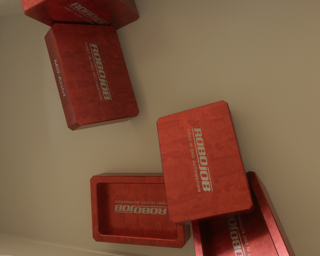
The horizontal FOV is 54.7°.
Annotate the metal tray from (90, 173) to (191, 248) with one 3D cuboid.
[{"bbox_3d":[-0.028,0.107,0.416,0.130,0.030,0.089,-3,89,19],"label":"metal tray"}]

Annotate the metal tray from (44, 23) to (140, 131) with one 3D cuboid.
[{"bbox_3d":[-0.087,-0.068,0.403,0.030,0.091,0.129,-22,82,51],"label":"metal tray"}]

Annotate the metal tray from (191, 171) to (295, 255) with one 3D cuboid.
[{"bbox_3d":[0.082,0.114,0.329,0.090,0.130,0.030,-30,117,16],"label":"metal tray"}]

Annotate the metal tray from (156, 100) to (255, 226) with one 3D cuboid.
[{"bbox_3d":[0.050,0.040,0.363,0.090,0.030,0.130,-15,63,15],"label":"metal tray"}]

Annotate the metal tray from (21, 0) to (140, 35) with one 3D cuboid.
[{"bbox_3d":[-0.093,-0.153,0.386,0.090,0.130,0.030,-20,83,19],"label":"metal tray"}]
